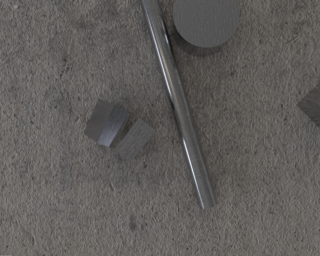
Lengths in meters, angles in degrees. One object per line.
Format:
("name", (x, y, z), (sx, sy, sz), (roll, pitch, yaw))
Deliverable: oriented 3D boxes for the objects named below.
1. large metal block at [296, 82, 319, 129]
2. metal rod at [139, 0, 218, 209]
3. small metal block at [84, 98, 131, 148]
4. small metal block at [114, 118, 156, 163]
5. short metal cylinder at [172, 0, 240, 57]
("large metal block", (0.244, -0.031, 0.400), (0.080, 0.050, 0.080), (-44, 90, 0))
("metal rod", (0.023, -0.041, 0.410), (0.025, 0.025, 0.298), (-16, 90, 0))
("small metal block", (-0.068, -0.007, 0.394), (0.025, 0.050, 0.050), (23, 90, -35))
("small metal block", (-0.030, 0.015, 0.397), (0.025, 0.050, 0.050), (38, 90, 0))
("short metal cylinder", (0.056, -0.137, 0.398), (0.081, 0.050, 0.080), (0, 90, 0))
